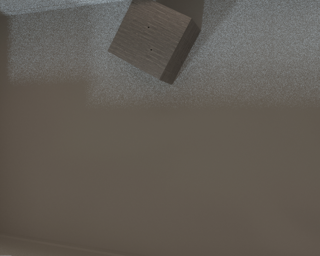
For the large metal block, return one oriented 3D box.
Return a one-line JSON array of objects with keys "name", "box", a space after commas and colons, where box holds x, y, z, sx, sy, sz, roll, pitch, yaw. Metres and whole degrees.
[{"name": "large metal block", "box": [-0.007, -0.112, 0.399, 0.080, 0.050, 0.080, 31, 100, 17]}]
